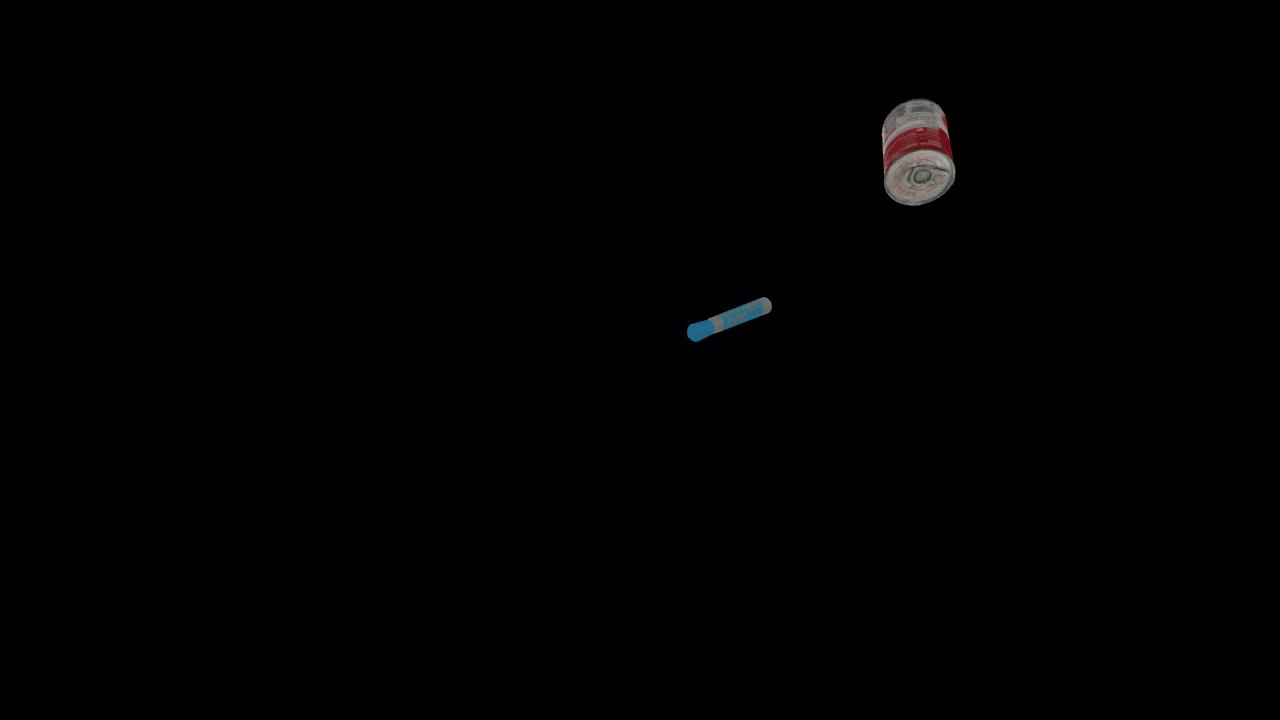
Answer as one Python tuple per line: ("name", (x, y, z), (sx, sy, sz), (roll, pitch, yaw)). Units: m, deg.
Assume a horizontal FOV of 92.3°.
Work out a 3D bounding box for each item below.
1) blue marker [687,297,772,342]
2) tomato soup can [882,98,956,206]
("blue marker", (0.095, -0.043, 0.647), (0.121, 0.020, 0.020), (-22, 14, -37))
("tomato soup can", (0.295, -0.224, 0.659), (0.068, 0.101, 0.068), (9, -38, 7))
